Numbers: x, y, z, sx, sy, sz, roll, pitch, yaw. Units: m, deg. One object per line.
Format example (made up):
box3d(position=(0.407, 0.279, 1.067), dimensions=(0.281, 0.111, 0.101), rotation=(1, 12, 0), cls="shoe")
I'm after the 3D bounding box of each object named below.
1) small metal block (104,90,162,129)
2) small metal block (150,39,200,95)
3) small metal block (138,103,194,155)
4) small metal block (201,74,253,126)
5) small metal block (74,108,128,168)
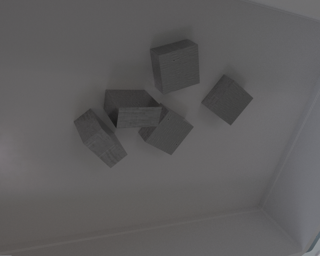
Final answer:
box3d(position=(-0.033, -0.023, 0.360), dimensions=(0.050, 0.050, 0.025), rotation=(-3, 120, -27), cls="small metal block")
box3d(position=(0.019, -0.074, 0.373), dimensions=(0.050, 0.025, 0.050), rotation=(-20, 126, -17), cls="small metal block")
box3d(position=(0.008, 0.002, 0.414), dimensions=(0.050, 0.025, 0.050), rotation=(30, 102, -38), cls="small metal block")
box3d(position=(0.095, -0.039, 0.436), dimensions=(0.050, 0.025, 0.050), rotation=(31, 101, -38), cls="small metal block")
box3d(position=(-0.070, 0.012, 0.362), dimensions=(0.025, 0.050, 0.050), rotation=(-39, 129, -2), cls="small metal block")
